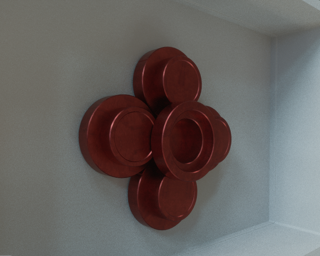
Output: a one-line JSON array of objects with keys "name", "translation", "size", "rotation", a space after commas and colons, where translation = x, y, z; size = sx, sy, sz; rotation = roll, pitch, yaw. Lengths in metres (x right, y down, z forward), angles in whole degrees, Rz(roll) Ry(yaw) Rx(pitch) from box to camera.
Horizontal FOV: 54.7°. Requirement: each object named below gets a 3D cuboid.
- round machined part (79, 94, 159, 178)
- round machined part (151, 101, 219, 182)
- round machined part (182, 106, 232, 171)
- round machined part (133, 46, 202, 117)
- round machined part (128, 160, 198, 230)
[{"name": "round machined part", "translation": [-0.039, 0.010, 0.359], "size": [0.099, 0.042, 0.097], "rotation": [0, 90, -40]}, {"name": "round machined part", "translation": [0.027, 0.016, 0.388], "size": [0.099, 0.042, 0.097], "rotation": [0, 90, -40]}, {"name": "round machined part", "translation": [0.066, 0.016, 0.448], "size": [0.099, 0.042, 0.097], "rotation": [0, 90, -40]}, {"name": "round machined part", "translation": [0.017, -0.058, 0.405], "size": [0.099, 0.042, 0.097], "rotation": [0, 90, -40]}, {"name": "round machined part", "translation": [0.010, 0.083, 0.402], "size": [0.099, 0.042, 0.097], "rotation": [2, 87, -41]}]
